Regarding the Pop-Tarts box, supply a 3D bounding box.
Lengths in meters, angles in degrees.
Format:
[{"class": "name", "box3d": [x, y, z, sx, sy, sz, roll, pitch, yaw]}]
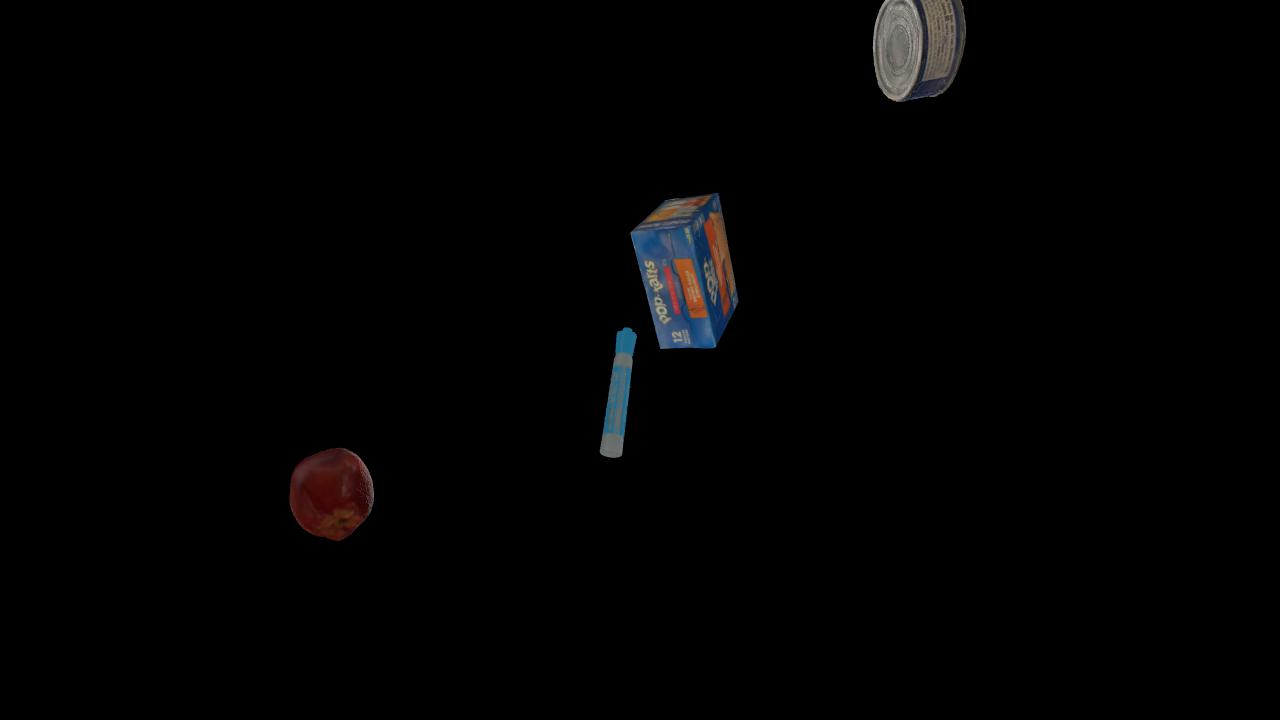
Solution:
[{"class": "Pop-Tarts box", "box3d": [0.067, -0.120, 0.826, 0.083, 0.167, 0.141, -3, 28, 25]}]

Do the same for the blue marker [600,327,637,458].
[{"class": "blue marker", "box3d": [-0.018, 0.025, 0.538, 0.020, 0.121, 0.020, 5, -27, 3]}]

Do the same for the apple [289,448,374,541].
[{"class": "apple", "box3d": [-0.299, 0.129, 0.601, 0.079, 0.079, 0.093, 0, 25, -33]}]

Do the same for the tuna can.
[{"class": "tuna can", "box3d": [0.218, -0.251, 0.489, 0.034, 0.084, 0.084, -12, 0, -2]}]
